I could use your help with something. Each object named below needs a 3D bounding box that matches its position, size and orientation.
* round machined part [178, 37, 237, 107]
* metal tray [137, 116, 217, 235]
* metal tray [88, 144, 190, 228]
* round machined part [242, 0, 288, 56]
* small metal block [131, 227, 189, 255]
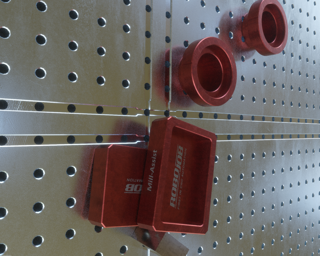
[{"bbox_3d":[0.065,-0.080,0.452,0.099,0.042,0.097,0,90,-40],"label":"round machined part"},{"bbox_3d":[0.025,0.060,0.382,0.091,0.030,0.129,19,72,-38],"label":"metal tray"},{"bbox_3d":[-0.019,0.072,0.384,0.131,0.030,0.090,12,76,-39],"label":"metal tray"},{"bbox_3d":[0.183,-0.177,0.551,0.099,0.042,0.097,0,90,-40],"label":"round machined part"},{"bbox_3d":[0.000,0.146,0.393,0.050,0.050,0.025,47,65,-31],"label":"small metal block"}]
